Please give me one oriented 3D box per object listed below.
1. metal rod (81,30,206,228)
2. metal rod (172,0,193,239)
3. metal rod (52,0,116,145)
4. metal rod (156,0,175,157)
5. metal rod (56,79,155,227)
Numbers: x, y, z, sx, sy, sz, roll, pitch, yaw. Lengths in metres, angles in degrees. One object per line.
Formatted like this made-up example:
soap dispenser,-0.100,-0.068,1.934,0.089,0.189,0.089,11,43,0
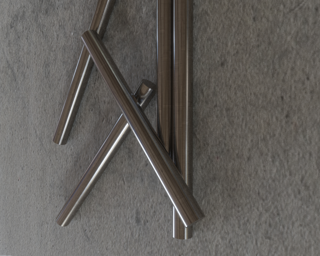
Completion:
metal rod,-0.032,-0.016,0.395,0.025,0.025,0.299,-45,63,30
metal rod,0.028,-0.017,0.380,0.025,0.025,0.298,0,90,39
metal rod,-0.120,-0.105,0.500,0.025,0.025,0.298,37,112,33
metal rod,0.007,-0.094,0.396,0.025,0.025,0.298,0,90,39
metal rod,-0.091,0.052,0.477,0.025,0.025,0.298,50,119,28
